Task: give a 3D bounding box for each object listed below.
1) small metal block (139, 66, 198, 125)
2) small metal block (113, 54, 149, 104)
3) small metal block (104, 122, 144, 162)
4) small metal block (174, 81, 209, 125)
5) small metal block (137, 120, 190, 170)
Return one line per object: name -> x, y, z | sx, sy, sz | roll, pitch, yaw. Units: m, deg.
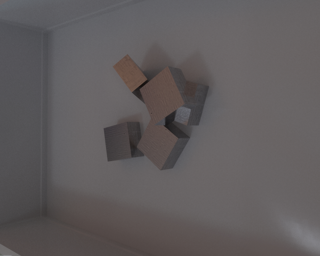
small metal block -> 0.009, -0.037, 0.367 | 0.050, 0.025, 0.050 | -34, 69, 35
small metal block -> -0.029, -0.062, 0.411 | 0.025, 0.050, 0.050 | -39, 64, 6
small metal block -> -0.053, 0.020, 0.451 | 0.050, 0.025, 0.050 | -14, 81, 39
small metal block -> 0.027, -0.034, 0.384 | 0.050, 0.025, 0.050 | 22, 104, 38
small metal block -> 0.004, 0.019, 0.404 | 0.050, 0.025, 0.050 | 41, 115, 32
